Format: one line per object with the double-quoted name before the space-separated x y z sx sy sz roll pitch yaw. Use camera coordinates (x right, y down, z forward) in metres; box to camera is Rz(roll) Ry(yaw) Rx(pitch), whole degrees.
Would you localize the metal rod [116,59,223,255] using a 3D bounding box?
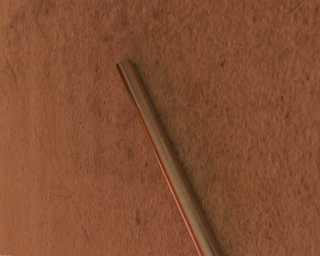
"metal rod" 0.008 0.037 0.396 0.025 0.025 0.299 -38 67 33
